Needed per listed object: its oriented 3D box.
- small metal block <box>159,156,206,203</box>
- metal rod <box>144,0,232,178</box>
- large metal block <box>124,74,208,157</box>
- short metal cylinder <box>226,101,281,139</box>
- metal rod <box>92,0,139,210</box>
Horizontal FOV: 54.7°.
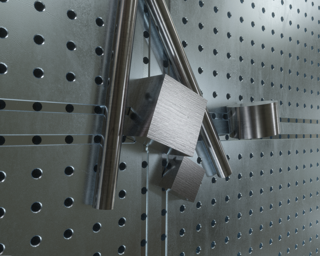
[{"bbox_3d":[0.033,0.071,0.439,0.050,0.025,0.050,37,67,-34],"label":"small metal block"},{"bbox_3d":[0.045,-0.054,0.449,0.025,0.025,0.299,-39,114,-33],"label":"metal rod"},{"bbox_3d":[0.008,-0.014,0.402,0.080,0.050,0.080,26,74,-37],"label":"large metal block"},{"bbox_3d":[0.152,-0.015,0.503,0.081,0.080,0.050,-13,99,-40],"label":"short metal cylinder"},{"bbox_3d":[-0.049,-0.056,0.369,0.025,0.025,0.298,10,83,-40],"label":"metal rod"}]
